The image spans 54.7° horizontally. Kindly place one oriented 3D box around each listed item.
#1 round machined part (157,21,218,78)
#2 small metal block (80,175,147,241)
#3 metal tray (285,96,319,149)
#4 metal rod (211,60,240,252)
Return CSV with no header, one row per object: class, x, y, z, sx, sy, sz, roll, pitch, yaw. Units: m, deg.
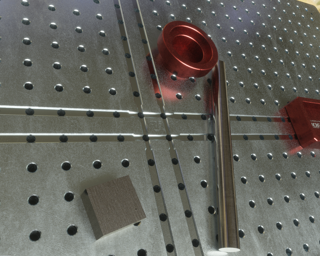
round machined part,0.040,-0.119,0.493,0.099,0.042,0.098,14,56,-21
small metal block,-0.050,0.084,0.331,0.050,0.025,0.050,-13,69,-34
metal tray,0.304,-0.007,0.576,0.131,0.030,0.090,4,60,-27
metal rod,0.091,0.019,0.447,0.025,0.025,0.300,17,55,-19
